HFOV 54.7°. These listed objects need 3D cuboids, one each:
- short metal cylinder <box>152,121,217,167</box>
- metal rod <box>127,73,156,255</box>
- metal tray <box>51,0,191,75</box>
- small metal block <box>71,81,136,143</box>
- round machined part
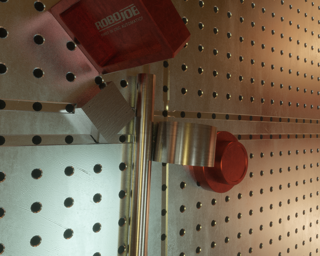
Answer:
[{"bbox_3d":[0.032,0.021,0.402,0.081,0.080,0.050,9,84,-40],"label":"short metal cylinder"},{"bbox_3d":[-0.025,0.081,0.390,0.025,0.025,0.298,5,87,-40],"label":"metal rod"},{"bbox_3d":[-0.043,-0.104,0.305,0.030,0.130,0.090,-53,121,-27],"label":"metal tray"},{"bbox_3d":[-0.064,-0.018,0.357,0.050,0.025,0.050,-48,119,-29],"label":"small metal block"},{"bbox_3d":[0.102,0.053,0.486,0.099,0.042,0.097,0,90,-40],"label":"round machined part"}]
